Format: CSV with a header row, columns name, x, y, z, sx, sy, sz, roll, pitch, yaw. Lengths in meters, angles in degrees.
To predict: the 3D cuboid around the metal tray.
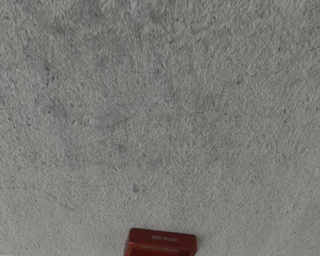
name,x,y,z,sx,sy,sz,roll,pitch,yaw
metal tray,-0.002,0.240,0.608,0.131,0.030,0.089,9,130,-9
